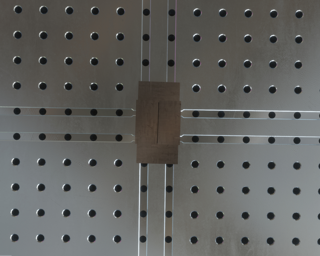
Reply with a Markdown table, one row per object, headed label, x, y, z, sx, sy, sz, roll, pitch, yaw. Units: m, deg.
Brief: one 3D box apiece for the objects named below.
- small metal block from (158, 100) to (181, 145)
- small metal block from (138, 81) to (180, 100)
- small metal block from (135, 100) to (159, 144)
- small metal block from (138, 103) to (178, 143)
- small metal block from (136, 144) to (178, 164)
| label | x | y | z | sx | sy | sz | roll | pitch | yaw |
| --- | --- | --- | --- | --- | --- | --- | --- | --- | --- |
| small metal block | 0.011 | -0.006 | 0.376 | 0.025 | 0.050 | 0.050 | 2 | 90 | 1 |
| small metal block | -0.001 | -0.044 | 0.400 | 0.050 | 0.050 | 0.025 | 2 | 90 | 0 |
| small metal block | -0.015 | -0.007 | 0.375 | 0.025 | 0.050 | 0.050 | 2 | 90 | 0 |
| small metal block | -0.003 | -0.007 | 0.413 | 0.050 | 0.025 | 0.050 | 2 | 90 | 1 |
| small metal block | -0.003 | 0.031 | 0.400 | 0.050 | 0.050 | 0.025 | 2 | 90 | 0 |
